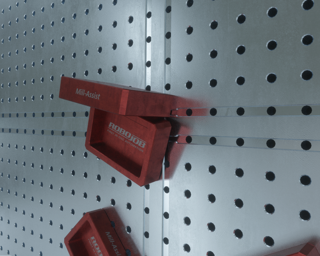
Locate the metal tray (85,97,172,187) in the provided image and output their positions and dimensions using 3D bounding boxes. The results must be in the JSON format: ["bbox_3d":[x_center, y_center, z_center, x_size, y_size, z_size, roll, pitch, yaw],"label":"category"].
[{"bbox_3d":[-0.050,0.012,0.436,0.130,0.030,0.089,27,113,35],"label":"metal tray"}]

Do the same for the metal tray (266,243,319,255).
[{"bbox_3d":[0.113,0.181,0.312,0.130,0.030,0.090,-36,68,33],"label":"metal tray"}]

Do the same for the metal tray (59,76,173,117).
[{"bbox_3d":[-0.060,-0.042,0.414,0.130,0.091,0.030,16,100,38],"label":"metal tray"}]

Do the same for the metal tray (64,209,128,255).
[{"bbox_3d":[-0.094,0.205,0.480,0.090,0.030,0.130,-50,61,28],"label":"metal tray"}]
